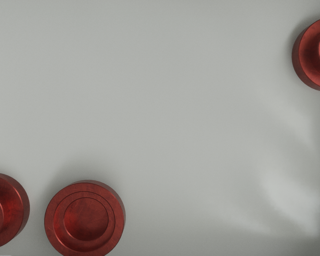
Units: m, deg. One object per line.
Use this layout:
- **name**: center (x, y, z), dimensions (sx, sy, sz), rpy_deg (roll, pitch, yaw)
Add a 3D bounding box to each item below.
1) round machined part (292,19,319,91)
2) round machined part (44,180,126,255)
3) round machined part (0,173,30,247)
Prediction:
- **round machined part**: center (0.230, -0.098, 0.404), dimensions (0.099, 0.042, 0.097), rpy_deg (0, 90, 0)
- **round machined part**: center (-0.093, 0.116, 0.402), dimensions (0.099, 0.042, 0.097), rpy_deg (0, 90, 0)
- **round machined part**: center (-0.226, 0.110, 0.401), dimensions (0.099, 0.042, 0.097), rpy_deg (0, 90, 0)
